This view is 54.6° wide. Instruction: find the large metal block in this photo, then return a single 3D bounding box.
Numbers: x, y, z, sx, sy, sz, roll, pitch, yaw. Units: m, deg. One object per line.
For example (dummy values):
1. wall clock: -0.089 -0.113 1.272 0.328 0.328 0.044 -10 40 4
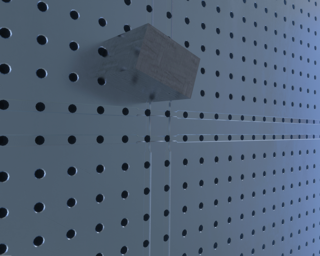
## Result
1. large metal block: -0.014 -0.069 0.360 0.080 0.080 0.050 23 76 -38
